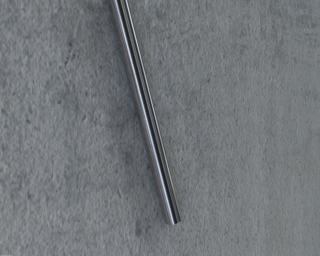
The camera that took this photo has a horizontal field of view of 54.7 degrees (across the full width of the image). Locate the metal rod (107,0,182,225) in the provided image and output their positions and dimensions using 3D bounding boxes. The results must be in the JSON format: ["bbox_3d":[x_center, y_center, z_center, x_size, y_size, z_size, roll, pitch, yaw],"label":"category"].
[{"bbox_3d":[-0.017,-0.017,0.392,0.025,0.025,0.298,-23,105,-38],"label":"metal rod"}]
